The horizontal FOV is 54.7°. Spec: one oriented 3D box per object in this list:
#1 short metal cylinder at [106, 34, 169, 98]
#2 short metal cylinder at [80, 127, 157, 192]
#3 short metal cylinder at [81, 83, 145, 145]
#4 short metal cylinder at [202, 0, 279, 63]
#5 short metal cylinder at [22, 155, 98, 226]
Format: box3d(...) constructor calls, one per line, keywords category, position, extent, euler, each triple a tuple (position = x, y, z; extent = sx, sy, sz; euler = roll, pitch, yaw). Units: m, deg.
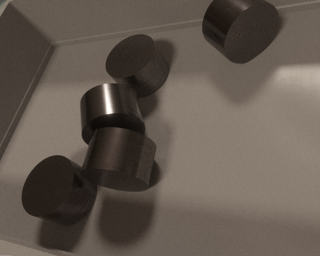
box3d(category="short metal cylinder", position=(-0.033, -0.092, 0.462), extent=(0.080, 0.050, 0.080), euler=(-13, 56, 20))
box3d(category="short metal cylinder", position=(-0.048, 0.040, 0.370), extent=(0.080, 0.080, 0.050), euler=(-3, 60, 26))
box3d(category="short metal cylinder", position=(-0.063, -0.013, 0.410), extent=(0.080, 0.080, 0.050), euler=(-23, 54, 14))
box3d(category="short metal cylinder", position=(0.102, -0.131, 0.397), extent=(0.080, 0.080, 0.050), euler=(-37, 51, 3))
box3d(category="short metal cylinder", position=(-0.130, 0.082, 0.406), extent=(0.080, 0.050, 0.080), euler=(-13, 56, 20))
